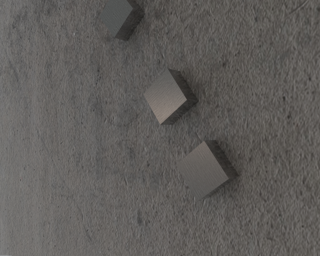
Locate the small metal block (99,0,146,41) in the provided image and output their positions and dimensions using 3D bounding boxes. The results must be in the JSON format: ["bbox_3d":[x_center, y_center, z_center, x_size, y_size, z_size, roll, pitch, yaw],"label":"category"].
[{"bbox_3d":[-0.056,-0.164,0.451,0.050,0.025,0.050,-49,61,29],"label":"small metal block"}]

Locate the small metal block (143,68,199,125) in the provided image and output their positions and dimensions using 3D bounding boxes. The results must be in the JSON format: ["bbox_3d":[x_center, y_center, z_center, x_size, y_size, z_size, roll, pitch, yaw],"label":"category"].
[{"bbox_3d":[0.013,-0.039,0.394,0.050,0.025,0.050,-43,64,31],"label":"small metal block"}]

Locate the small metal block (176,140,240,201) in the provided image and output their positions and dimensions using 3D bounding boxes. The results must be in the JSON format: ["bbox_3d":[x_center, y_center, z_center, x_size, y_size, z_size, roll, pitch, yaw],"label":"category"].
[{"bbox_3d":[0.054,0.049,0.360,0.050,0.025,0.050,-45,63,31],"label":"small metal block"}]
